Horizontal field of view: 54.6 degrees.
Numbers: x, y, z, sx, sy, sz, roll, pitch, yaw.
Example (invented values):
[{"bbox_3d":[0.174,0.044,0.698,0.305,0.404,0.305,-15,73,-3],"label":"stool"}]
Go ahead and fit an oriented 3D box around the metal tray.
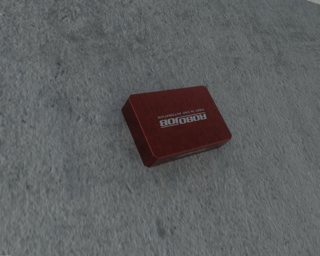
[{"bbox_3d":[0.025,-0.007,0.417,0.131,0.030,0.090,-12,68,-33],"label":"metal tray"}]
